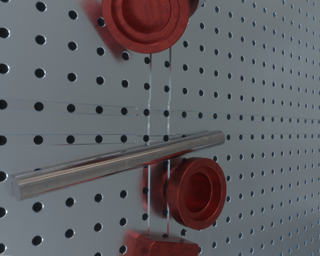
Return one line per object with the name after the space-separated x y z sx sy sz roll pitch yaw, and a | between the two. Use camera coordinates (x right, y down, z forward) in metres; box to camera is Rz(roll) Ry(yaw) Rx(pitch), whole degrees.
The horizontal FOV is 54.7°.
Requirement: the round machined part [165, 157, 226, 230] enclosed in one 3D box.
0.047 0.089 0.438 0.099 0.042 0.097 0 90 -40 | round machined part

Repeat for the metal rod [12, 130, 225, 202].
-0.022 0.036 0.390 0.302 0.025 0.025 -11 97 -40 | metal rod

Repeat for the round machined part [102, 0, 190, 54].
-0.015 -0.141 0.362 0.098 0.098 0.042 57 22 -25 | round machined part

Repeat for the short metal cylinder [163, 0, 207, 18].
0.022 -0.181 0.388 0.080 0.080 0.050 56 49 -26 | short metal cylinder

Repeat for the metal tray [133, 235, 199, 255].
0.000 0.213 0.407 0.091 0.030 0.129 21 77 -38 | metal tray
